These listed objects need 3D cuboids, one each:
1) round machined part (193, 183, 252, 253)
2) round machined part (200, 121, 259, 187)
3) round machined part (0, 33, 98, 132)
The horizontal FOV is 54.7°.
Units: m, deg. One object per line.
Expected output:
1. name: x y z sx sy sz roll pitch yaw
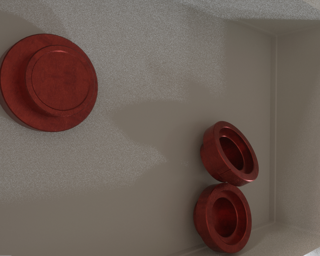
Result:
1. round machined part: 0.088 0.133 0.459 0.099 0.042 0.098 14 67 -35
2. round machined part: 0.098 0.042 0.459 0.098 0.042 0.098 29 42 -29
3. round machined part: -0.105 -0.045 0.307 0.099 0.042 0.097 0 90 -40
